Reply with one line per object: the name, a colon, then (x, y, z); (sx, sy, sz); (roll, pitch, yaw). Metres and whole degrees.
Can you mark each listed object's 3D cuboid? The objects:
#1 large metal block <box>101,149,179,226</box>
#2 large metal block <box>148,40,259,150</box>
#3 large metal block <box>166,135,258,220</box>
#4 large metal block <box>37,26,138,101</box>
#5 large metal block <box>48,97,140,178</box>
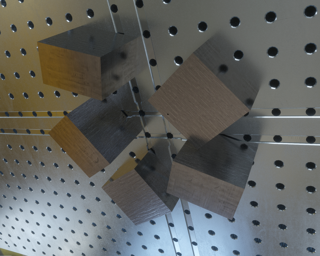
large metal block: (-0.025, 0.090, 0.463); (0.080, 0.050, 0.080); (-33, 100, 38)
large metal block: (0.048, -0.036, 0.347); (0.080, 0.050, 0.080); (45, 129, -3)
large metal block: (0.064, 0.050, 0.372); (0.080, 0.080, 0.050); (20, 126, 16)
large metal block: (-0.082, -0.080, 0.367); (0.080, 0.080, 0.050); (17, 125, 18)
large metal block: (-0.087, 0.007, 0.424); (0.050, 0.080, 0.080); (-35, 99, 38)
